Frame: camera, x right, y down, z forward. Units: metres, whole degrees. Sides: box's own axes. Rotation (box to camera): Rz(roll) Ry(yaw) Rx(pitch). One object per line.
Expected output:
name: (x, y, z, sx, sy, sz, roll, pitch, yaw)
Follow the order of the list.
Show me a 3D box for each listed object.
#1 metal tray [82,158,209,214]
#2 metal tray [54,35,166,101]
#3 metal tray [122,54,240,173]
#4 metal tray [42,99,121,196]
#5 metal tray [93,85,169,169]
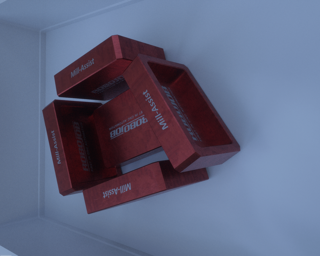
metal tray: (-0.019, 0.069, 0.375, 0.130, 0.091, 0.030, -26, 74, 37)
metal tray: (-0.067, -0.074, 0.415, 0.130, 0.091, 0.030, -20, 78, 38)
metal tray: (0.024, -0.019, 0.341, 0.030, 0.091, 0.130, -44, 64, 32)
metal tray: (-0.111, 0.026, 0.451, 0.030, 0.091, 0.129, -27, 74, 37)
metal tray: (-0.033, -0.005, 0.425, 0.130, 0.030, 0.090, -25, 75, 37)
